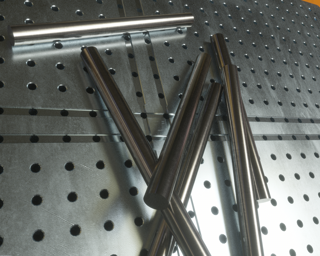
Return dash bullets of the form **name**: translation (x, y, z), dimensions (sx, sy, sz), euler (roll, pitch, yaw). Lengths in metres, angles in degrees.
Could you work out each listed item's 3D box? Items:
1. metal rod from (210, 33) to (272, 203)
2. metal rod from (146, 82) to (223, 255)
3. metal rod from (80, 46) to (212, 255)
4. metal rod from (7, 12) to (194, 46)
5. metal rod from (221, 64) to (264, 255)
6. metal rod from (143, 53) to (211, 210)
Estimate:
- **metal rod**: translation (0.121, -0.032, 0.491), dimensions (0.025, 0.025, 0.299), euler (7, 59, -25)
- **metal rod**: translation (0.040, 0.045, 0.401), dimensions (0.025, 0.025, 0.301), euler (31, 52, -8)
- **metal rod**: translation (-0.026, 0.019, 0.362), dimensions (0.025, 0.025, 0.299), euler (-14, 63, -34)
- **metal rod**: translation (-0.065, -0.153, 0.465), dimensions (0.302, 0.025, 0.025), euler (-19, 72, -35)
- **metal rod**: translation (0.112, 0.040, 0.428), dimensions (0.025, 0.025, 0.299), euler (11, 61, -22)
- **metal rod**: translation (0.035, -0.022, 0.405), dimensions (0.025, 0.025, 0.301), euler (32, 41, -8)
